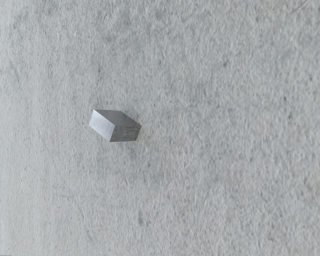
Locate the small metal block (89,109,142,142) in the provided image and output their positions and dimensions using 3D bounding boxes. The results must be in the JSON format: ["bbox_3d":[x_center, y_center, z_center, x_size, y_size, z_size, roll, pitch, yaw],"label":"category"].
[{"bbox_3d":[-0.064,-0.004,0.443,0.050,0.050,0.025,34,111,35],"label":"small metal block"}]
